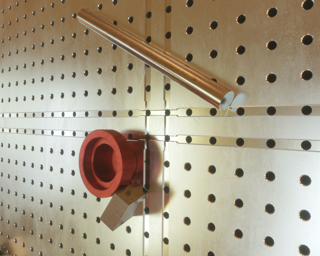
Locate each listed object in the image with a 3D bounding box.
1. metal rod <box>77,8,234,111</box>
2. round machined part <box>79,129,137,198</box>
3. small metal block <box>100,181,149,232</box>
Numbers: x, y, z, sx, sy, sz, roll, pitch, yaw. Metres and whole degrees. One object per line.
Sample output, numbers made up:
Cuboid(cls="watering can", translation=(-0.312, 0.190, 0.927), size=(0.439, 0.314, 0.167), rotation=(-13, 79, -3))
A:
Cuboid(cls="metal rod", translation=(-0.025, -0.107, 0.427), size=(0.300, 0.025, 0.025), rotation=(38, 113, 33))
Cuboid(cls="round machined part", translation=(-0.073, 0.051, 0.456), size=(0.098, 0.042, 0.097), rotation=(0, 90, 40))
Cuboid(cls="small metal block", translation=(-0.049, 0.107, 0.428), size=(0.025, 0.050, 0.050), rotation=(38, 114, 17))
